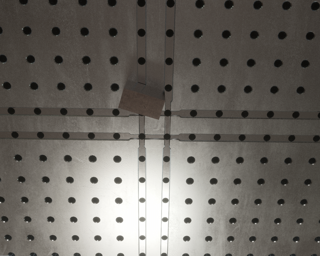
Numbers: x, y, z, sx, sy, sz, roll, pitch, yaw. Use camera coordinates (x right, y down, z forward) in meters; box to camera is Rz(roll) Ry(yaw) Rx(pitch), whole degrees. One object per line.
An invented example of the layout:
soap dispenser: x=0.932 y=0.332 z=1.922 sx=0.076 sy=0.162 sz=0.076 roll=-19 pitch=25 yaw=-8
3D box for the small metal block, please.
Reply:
small metal block: x=-0.022 y=-0.036 z=0.386 sx=0.050 sy=0.050 sz=0.025 roll=16 pitch=109 yaw=-7
